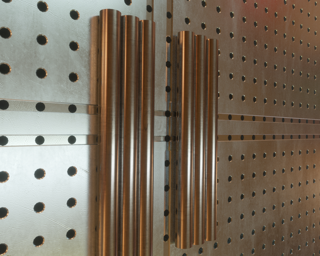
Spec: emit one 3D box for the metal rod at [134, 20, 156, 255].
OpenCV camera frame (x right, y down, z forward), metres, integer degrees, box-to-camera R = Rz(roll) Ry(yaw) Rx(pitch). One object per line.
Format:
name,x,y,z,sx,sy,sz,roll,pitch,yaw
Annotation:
metal rod,-0.020,0.017,0.391,0.025,0.025,0.298,1,89,-40

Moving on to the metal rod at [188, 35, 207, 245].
metal rod,0.054,0.017,0.452,0.025,0.025,0.298,1,89,-40

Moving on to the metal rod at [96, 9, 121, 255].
metal rod,-0.059,0.016,0.358,0.025,0.025,0.298,1,89,-40

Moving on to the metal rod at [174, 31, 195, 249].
metal rod,0.035,0.016,0.436,0.025,0.025,0.298,1,89,-40

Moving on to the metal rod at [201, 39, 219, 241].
metal rod,0.075,0.017,0.470,0.025,0.025,0.298,1,89,-40

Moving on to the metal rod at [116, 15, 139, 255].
metal rod,-0.039,0.017,0.375,0.025,0.025,0.298,1,89,-40
